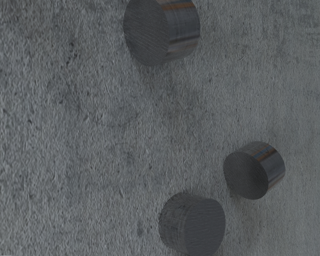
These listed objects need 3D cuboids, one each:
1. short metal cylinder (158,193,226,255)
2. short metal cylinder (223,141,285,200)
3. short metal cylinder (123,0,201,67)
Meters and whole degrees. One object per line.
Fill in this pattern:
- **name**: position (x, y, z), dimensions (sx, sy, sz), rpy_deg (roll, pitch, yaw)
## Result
- **short metal cylinder**: position (0.045, 0.133, 0.426), dimensions (0.081, 0.050, 0.080), rpy_deg (0, 90, -40)
- **short metal cylinder**: position (0.149, 0.067, 0.494), dimensions (0.050, 0.080, 0.080), rpy_deg (-23, 105, -38)
- **short metal cylinder**: position (0.001, -0.118, 0.369), dimensions (0.050, 0.080, 0.080), rpy_deg (-25, 106, -37)
